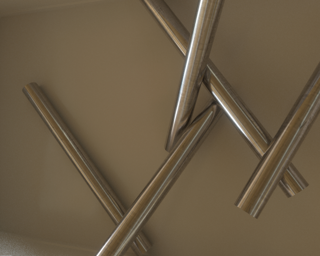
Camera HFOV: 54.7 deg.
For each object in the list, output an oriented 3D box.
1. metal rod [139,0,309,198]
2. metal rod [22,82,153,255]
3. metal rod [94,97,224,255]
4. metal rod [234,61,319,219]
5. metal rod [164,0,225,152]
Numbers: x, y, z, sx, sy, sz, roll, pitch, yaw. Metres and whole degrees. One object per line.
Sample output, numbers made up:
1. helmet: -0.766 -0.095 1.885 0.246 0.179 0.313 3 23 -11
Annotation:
1. metal rod: 0.062 -0.055 0.359 0.025 0.025 0.299 -39 72 16
2. metal rod: -0.111 0.052 0.449 0.025 0.025 0.300 -42 77 15
3. metal rod: -0.004 0.069 0.347 0.025 0.025 0.300 33 76 17
4. metal rod: 0.163 -0.045 0.311 0.025 0.025 0.300 31 84 17
5. metal rod: 0.044 -0.093 0.322 0.025 0.025 0.298 25 127 18
